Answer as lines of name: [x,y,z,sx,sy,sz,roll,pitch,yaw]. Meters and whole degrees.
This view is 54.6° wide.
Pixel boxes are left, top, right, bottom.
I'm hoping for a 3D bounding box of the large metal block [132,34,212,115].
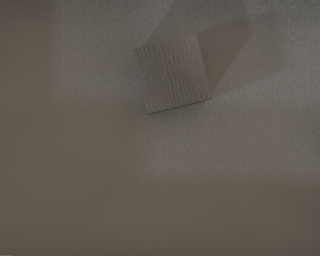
large metal block: [0.014,-0.065,0.399,0.080,0.050,0.080,-14,90,0]
